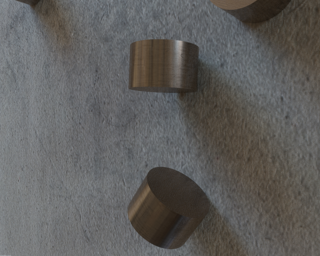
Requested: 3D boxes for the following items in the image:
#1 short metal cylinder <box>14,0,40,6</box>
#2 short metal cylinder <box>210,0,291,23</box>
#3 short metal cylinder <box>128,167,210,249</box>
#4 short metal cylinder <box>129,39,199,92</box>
[{"bbox_3d":[-0.268,-0.288,0.606,0.080,0.050,0.079,0,90,39],"label":"short metal cylinder"},{"bbox_3d":[0.091,-0.153,0.312,0.080,0.050,0.079,0,90,39],"label":"short metal cylinder"},{"bbox_3d":[0.010,0.091,0.360,0.080,0.081,0.050,44,117,30],"label":"short metal cylinder"},{"bbox_3d":[0.004,-0.069,0.364,0.080,0.081,0.050,4,93,39],"label":"short metal cylinder"}]
